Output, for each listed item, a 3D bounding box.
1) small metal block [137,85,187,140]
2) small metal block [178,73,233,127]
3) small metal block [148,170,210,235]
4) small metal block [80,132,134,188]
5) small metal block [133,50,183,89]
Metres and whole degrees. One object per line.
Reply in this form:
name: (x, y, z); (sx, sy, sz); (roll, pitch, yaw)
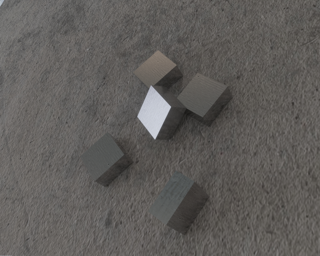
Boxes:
small metal block: (0.001, -0.020, 0.400); (0.050, 0.025, 0.050); (51, 126, 39)
small metal block: (0.056, -0.037, 0.397); (0.050, 0.025, 0.050); (33, 80, 38)
small metal block: (0.022, 0.080, 0.327); (0.025, 0.050, 0.050); (27, 77, 37)
small metal block: (-0.072, 0.042, 0.416); (0.050, 0.025, 0.050); (-42, 51, -1)
small metal block: (-0.003, -0.079, 0.454); (0.050, 0.025, 0.050); (-42, 51, -1)
